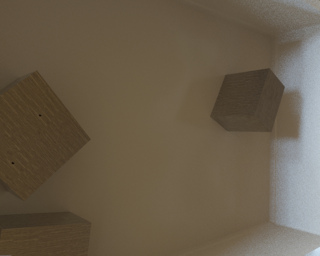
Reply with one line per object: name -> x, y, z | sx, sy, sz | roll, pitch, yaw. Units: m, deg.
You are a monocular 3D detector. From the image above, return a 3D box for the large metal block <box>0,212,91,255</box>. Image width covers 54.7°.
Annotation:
large metal block -> -0.118, 0.126, 0.292 | 0.081, 0.050, 0.080 | 10, 84, -40

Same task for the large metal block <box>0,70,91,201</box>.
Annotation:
large metal block -> -0.127, 0.006, 0.284 | 0.080, 0.050, 0.080 | -47, 118, -30

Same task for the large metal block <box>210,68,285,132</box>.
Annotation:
large metal block -> 0.137, -0.041, 0.485 | 0.050, 0.080, 0.080 | 36, 68, -35
